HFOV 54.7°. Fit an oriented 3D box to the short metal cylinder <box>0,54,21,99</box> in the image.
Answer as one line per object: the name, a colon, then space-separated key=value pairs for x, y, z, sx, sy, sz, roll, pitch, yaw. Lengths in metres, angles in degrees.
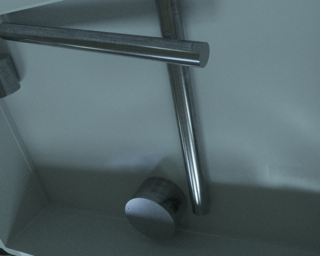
short metal cylinder: x=-0.257 y=-0.075 z=0.460 sx=0.080 sy=0.080 sz=0.050 roll=5 pitch=121 yaw=25

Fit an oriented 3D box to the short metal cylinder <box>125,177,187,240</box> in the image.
short metal cylinder: x=-0.005 y=0.121 z=0.469 sx=0.080 sy=0.050 sz=0.079 roll=13 pitch=124 yaw=20

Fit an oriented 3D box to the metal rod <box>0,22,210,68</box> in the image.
metal rod: x=-0.087 y=-0.104 z=0.368 sx=0.301 sy=0.025 sz=0.025 roll=14 pitch=124 yaw=27

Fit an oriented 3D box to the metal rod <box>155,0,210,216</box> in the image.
metal rod: x=0.033 y=-0.012 z=0.383 sx=0.025 sy=0.025 sz=0.298 roll=3 pitch=120 yaw=26
